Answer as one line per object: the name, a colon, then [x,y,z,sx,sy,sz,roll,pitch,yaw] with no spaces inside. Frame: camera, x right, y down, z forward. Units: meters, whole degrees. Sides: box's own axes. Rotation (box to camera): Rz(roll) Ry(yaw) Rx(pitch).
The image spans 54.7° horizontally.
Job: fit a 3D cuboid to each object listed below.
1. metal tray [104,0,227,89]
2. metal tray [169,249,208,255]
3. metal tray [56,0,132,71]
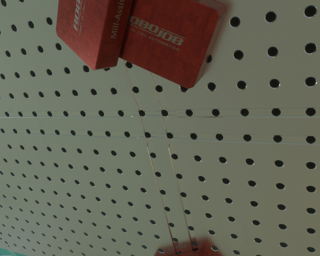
metal tray: [-0.005,-0.110,0.341,0.130,0.030,0.089,26,128,11]
metal tray: [0.047,0.267,0.547,0.130,0.030,0.090,-30,102,37]
metal tray: [-0.072,-0.141,0.336,0.090,0.030,0.129,44,133,26]
